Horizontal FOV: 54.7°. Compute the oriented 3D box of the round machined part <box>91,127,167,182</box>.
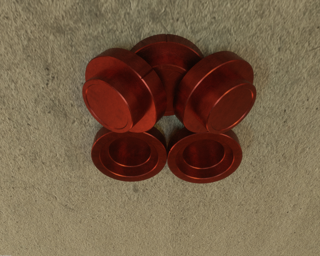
[{"bbox_3d":[-0.040,0.025,0.418,0.099,0.042,0.097,-1,130,0],"label":"round machined part"}]

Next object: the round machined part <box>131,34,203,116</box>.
[{"bbox_3d":[0.006,-0.052,0.352,0.099,0.042,0.097,-1,130,0],"label":"round machined part"}]

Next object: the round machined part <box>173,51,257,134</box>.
[{"bbox_3d":[0.067,-0.032,0.343,0.099,0.042,0.097,-24,141,-21],"label":"round machined part"}]

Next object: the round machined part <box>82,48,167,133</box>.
[{"bbox_3d":[-0.045,-0.033,0.337,0.098,0.042,0.097,24,139,23],"label":"round machined part"}]

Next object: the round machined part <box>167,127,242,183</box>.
[{"bbox_3d":[0.059,0.029,0.423,0.099,0.042,0.097,-1,130,0],"label":"round machined part"}]
